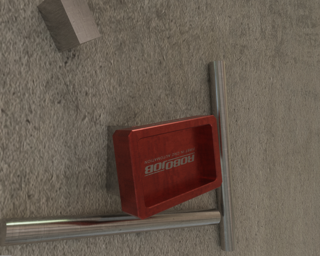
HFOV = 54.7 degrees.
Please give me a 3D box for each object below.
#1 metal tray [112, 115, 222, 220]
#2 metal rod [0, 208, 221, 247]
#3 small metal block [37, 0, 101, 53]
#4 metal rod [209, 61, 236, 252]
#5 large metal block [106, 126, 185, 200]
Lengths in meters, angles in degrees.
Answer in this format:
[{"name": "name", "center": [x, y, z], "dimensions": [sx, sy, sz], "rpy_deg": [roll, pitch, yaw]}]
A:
[{"name": "metal tray", "center": [0.015, 0.037, 0.350], "dimensions": [0.131, 0.030, 0.089], "rpy_deg": [-11, 97, -40]}, {"name": "metal rod", "center": [-0.030, 0.116, 0.381], "dimensions": [0.302, 0.025, 0.025], "rpy_deg": [10, 84, -40]}, {"name": "small metal block", "center": [-0.092, -0.108, 0.312], "dimensions": [0.025, 0.050, 0.050], "rpy_deg": [-34, 112, -35]}, {"name": "metal rod", "center": [0.099, 0.046, 0.490], "dimensions": [0.025, 0.025, 0.298], "rpy_deg": [-8, 95, -40]}, {"name": "large metal block", "center": [-0.017, 0.038, 0.377], "dimensions": [0.081, 0.050, 0.079], "rpy_deg": [2, 89, -40]}]
